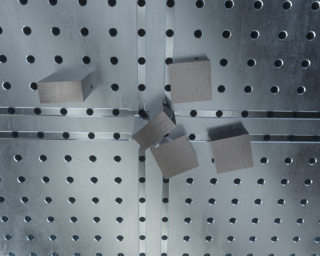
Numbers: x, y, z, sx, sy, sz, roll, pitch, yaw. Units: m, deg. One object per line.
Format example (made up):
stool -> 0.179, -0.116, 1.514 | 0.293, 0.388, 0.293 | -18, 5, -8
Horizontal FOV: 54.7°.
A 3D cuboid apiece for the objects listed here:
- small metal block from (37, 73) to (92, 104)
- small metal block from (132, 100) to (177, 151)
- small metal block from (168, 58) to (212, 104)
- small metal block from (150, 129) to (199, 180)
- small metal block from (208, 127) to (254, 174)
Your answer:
small metal block -> -0.115, -0.050, 0.380 | 0.050, 0.050, 0.025 | -2, 110, 0
small metal block -> -0.007, -0.005, 0.398 | 0.050, 0.050, 0.025 | -38, 106, 12
small metal block -> 0.038, -0.060, 0.392 | 0.050, 0.025, 0.050 | -5, 110, 1
small metal block -> 0.020, 0.036, 0.427 | 0.050, 0.025, 0.050 | -23, 109, 8
small metal block -> 0.098, 0.031, 0.426 | 0.050, 0.025, 0.050 | -12, 110, 4
